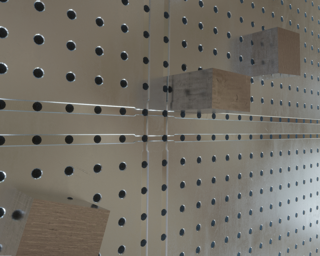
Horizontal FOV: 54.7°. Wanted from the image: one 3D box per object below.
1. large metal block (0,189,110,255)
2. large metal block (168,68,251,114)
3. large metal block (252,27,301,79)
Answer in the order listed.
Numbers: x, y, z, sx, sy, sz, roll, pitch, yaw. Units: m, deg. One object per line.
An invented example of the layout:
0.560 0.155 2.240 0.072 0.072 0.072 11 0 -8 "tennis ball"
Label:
-0.106 0.111 0.305 0.080 0.050 0.080 23 76 -38 "large metal block"
0.069 -0.048 0.433 0.081 0.080 0.050 2 89 -40 "large metal block"
0.219 -0.137 0.579 0.081 0.050 0.079 -4 93 -40 "large metal block"
